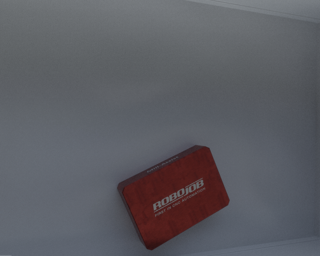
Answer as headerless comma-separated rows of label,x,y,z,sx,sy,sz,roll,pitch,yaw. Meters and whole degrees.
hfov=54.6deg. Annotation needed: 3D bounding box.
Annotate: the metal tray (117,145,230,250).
metal tray,0.020,0.089,0.415,0.131,0.030,0.090,-25,98,-18
